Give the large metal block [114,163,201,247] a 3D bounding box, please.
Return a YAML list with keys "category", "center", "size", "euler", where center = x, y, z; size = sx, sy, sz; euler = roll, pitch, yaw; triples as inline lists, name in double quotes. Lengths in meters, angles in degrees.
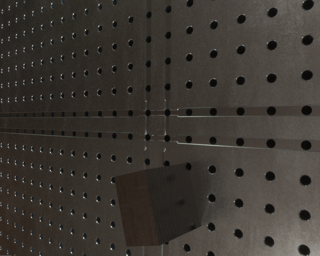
- category: "large metal block"
  center: [-0.001, 0.089, 0.373]
  size: [0.050, 0.081, 0.080]
  euler: [-19, 78, 38]
